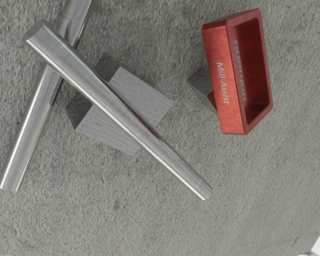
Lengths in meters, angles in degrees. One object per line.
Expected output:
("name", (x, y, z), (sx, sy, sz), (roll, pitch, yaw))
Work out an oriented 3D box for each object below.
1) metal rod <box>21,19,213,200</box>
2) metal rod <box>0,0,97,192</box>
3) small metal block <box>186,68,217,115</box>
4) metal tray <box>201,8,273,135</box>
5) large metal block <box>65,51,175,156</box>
("metal rod", (-0.018, 0.006, 0.337), (0.025, 0.025, 0.300), (-43, 130, 1))
("metal rod", (-0.105, -0.062, 0.311), (0.025, 0.025, 0.298), (16, 110, -35))
("small metal block", (0.067, -0.044, 0.402), (0.025, 0.050, 0.050), (-42, 130, 1))
("metal tray", (0.097, -0.067, 0.369), (0.091, 0.030, 0.129), (-34, 117, -43))
("large metal block", (-0.046, -0.025, 0.351), (0.080, 0.050, 0.080), (29, 102, -38))
